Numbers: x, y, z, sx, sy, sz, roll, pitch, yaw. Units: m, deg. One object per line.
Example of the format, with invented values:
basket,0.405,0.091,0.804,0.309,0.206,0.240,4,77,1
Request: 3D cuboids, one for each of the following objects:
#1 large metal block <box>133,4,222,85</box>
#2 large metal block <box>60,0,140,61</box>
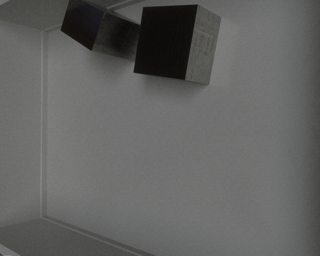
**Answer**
large metal block,0.020,-0.099,0.375,0.080,0.050,0.079,16,100,39
large metal block,-0.078,-0.139,0.435,0.080,0.081,0.050,37,113,34
